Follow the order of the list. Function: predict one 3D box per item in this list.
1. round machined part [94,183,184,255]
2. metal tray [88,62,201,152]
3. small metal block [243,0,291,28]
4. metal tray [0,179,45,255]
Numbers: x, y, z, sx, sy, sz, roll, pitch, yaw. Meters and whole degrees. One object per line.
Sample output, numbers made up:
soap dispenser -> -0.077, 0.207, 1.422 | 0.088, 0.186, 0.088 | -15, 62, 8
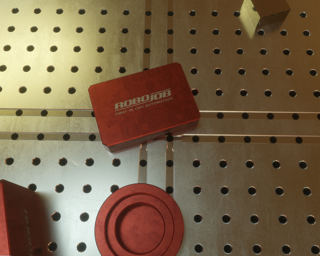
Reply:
round machined part -> -0.023, 0.116, 0.360 | 0.099, 0.042, 0.098 | 0, 70, 0
metal tray -> -0.022, -0.029, 0.419 | 0.131, 0.030, 0.090 | -17, 71, -6
small metal block -> 0.165, -0.189, 0.482 | 0.050, 0.025, 0.050 | -17, 71, -6
metal tray -> -0.155, 0.127, 0.329 | 0.030, 0.090, 0.130 | -15, 71, -5
